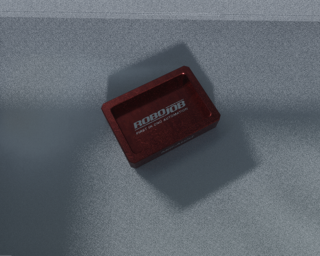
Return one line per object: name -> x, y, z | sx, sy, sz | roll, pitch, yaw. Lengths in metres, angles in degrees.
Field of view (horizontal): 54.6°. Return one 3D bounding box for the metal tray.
metal tray -> 0.001, -0.016, 0.410 | 0.131, 0.030, 0.090 | -27, 73, -10
